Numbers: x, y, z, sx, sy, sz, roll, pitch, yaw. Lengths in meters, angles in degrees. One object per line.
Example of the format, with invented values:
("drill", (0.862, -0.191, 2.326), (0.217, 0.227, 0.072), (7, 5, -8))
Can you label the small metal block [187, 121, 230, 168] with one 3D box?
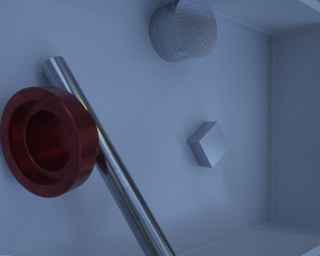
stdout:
("small metal block", (0.074, 0.025, 0.472), (0.050, 0.025, 0.050), (-43, 116, -32))

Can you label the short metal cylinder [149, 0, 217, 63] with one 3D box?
("short metal cylinder", (0.032, -0.132, 0.419), (0.081, 0.050, 0.079), (0, 90, -40))

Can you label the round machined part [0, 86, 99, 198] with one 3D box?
("round machined part", (-0.096, 0.010, 0.285), (0.042, 0.098, 0.097), (-18, 103, -61))

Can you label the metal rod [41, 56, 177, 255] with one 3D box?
("metal rod", (-0.034, 0.061, 0.300), (0.025, 0.025, 0.299), (-25, 81, -38))
